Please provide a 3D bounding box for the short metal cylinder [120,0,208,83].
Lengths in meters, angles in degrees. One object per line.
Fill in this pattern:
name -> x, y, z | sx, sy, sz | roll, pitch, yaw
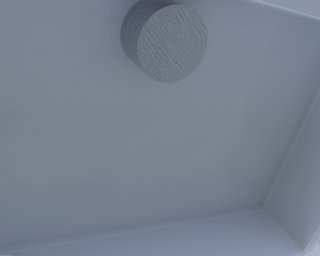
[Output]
short metal cylinder -> 0.004, -0.095, 0.335 | 0.081, 0.050, 0.080 | -14, 124, -21
